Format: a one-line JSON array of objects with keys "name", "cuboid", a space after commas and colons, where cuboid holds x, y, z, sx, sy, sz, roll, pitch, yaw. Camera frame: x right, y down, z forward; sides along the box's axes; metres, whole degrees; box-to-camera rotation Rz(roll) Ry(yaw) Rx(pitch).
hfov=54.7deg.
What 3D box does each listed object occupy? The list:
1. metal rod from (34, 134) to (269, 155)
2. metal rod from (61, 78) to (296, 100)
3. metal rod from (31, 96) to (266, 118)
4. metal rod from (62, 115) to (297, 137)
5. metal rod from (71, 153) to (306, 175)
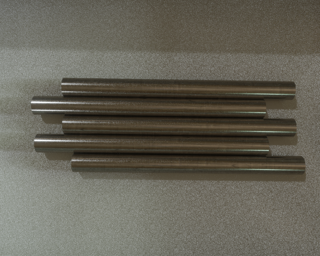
[{"name": "metal rod", "cuboid": [-0.010, 0.022, 0.410, 0.302, 0.025, 0.025, 1, 90, -1]}, {"name": "metal rod", "cuboid": [0.025, -0.052, 0.410, 0.302, 0.025, 0.025, 1, 90, -1]}, {"name": "metal rod", "cuboid": [-0.014, -0.028, 0.410, 0.302, 0.025, 0.025, 1, 90, -1]}, {"name": "metal rod", "cuboid": [0.026, -0.002, 0.410, 0.302, 0.025, 0.025, 1, 90, -1]}, {"name": "metal rod", "cuboid": [0.037, 0.048, 0.411, 0.302, 0.025, 0.025, 1, 90, -1]}]
